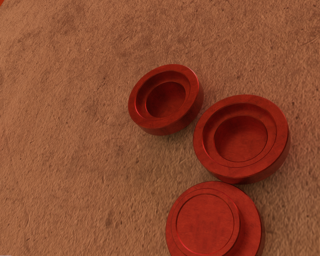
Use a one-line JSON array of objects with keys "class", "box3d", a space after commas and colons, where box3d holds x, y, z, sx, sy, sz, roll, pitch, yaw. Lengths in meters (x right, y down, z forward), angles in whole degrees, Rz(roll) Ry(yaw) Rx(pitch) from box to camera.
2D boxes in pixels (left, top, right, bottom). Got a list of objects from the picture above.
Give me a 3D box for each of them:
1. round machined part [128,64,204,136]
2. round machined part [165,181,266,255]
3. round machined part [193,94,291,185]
[{"class": "round machined part", "box3d": [0.011, -0.033, 0.407, 0.098, 0.042, 0.098, -13, 56, 21]}, {"class": "round machined part", "box3d": [0.050, 0.099, 0.306, 0.098, 0.042, 0.098, -13, 56, 21]}, {"class": "round machined part", "box3d": [0.089, 0.015, 0.337, 0.098, 0.042, 0.098, -13, 56, 21]}]
